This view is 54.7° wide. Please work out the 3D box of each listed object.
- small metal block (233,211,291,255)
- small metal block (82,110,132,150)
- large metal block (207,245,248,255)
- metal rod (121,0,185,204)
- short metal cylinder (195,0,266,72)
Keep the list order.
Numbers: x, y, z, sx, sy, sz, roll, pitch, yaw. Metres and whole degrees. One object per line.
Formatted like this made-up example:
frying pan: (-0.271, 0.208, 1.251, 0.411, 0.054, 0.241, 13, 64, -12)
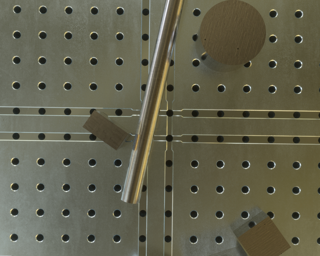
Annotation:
small metal block: (0.135, 0.149, 0.414, 0.050, 0.025, 0.050, -35, 90, 0)
small metal block: (-0.066, 0.003, 0.400, 0.050, 0.050, 0.025, 35, 90, 0)
large metal block: (0.081, 0.197, 0.386, 0.080, 0.080, 0.050, -18, 90, 0)
metal rod: (-0.007, -0.049, 0.413, 0.025, 0.025, 0.298, 13, 90, 0)
short metal cylinder: (0.089, -0.116, 0.401, 0.081, 0.050, 0.080, 0, 90, 0)
